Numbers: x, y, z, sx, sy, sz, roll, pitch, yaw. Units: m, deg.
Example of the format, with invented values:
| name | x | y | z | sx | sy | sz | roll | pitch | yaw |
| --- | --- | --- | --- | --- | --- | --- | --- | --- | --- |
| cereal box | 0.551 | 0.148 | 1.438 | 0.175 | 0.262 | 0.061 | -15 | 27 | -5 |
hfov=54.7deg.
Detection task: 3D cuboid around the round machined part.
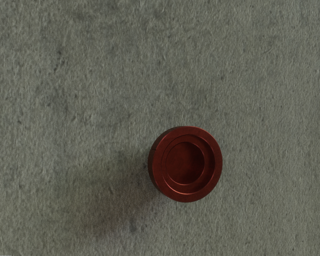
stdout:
| name | x | y | z | sx | sy | sz | roll | pitch | yaw |
| --- | --- | --- | --- | --- | --- | --- | --- | --- | --- |
| round machined part | 0.030 | 0.046 | 0.412 | 0.099 | 0.042 | 0.097 | 0 | 90 | -21 |
